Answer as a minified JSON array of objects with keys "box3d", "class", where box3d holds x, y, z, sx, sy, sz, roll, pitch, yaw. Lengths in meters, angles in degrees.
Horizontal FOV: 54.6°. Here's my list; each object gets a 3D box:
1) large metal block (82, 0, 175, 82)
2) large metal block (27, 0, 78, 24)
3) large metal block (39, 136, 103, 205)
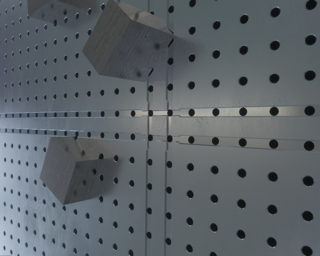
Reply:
[{"box3d":[-0.042,-0.112,0.409,0.050,0.081,0.080,53,121,27],"class":"large metal block"},{"box3d":[-0.195,-0.246,0.556,0.080,0.050,0.080,-11,83,39],"class":"large metal block"},{"box3d":[-0.150,0.068,0.519,0.080,0.050,0.080,33,110,35],"class":"large metal block"}]
